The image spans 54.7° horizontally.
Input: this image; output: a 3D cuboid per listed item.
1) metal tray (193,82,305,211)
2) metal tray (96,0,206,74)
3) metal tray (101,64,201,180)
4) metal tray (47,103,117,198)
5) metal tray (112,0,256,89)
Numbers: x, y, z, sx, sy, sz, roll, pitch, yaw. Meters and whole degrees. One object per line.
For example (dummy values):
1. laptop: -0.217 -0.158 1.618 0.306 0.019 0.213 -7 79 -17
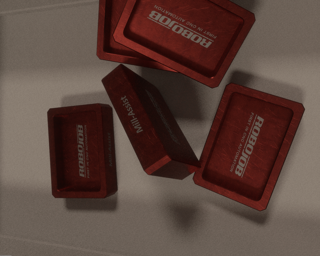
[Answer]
1. metal tray: 0.104 0.021 0.370 0.090 0.030 0.129 21 97 18
2. metal tray: -0.012 -0.123 0.389 0.131 0.030 0.089 12 111 12
3. metal tray: -0.009 -0.005 0.362 0.030 0.090 0.130 -36 64 16
4. metal tray: -0.112 0.033 0.445 0.090 0.030 0.129 -4 89 19
5. metal tray: 0.025 -0.112 0.343 0.131 0.030 0.089 24 109 -9
